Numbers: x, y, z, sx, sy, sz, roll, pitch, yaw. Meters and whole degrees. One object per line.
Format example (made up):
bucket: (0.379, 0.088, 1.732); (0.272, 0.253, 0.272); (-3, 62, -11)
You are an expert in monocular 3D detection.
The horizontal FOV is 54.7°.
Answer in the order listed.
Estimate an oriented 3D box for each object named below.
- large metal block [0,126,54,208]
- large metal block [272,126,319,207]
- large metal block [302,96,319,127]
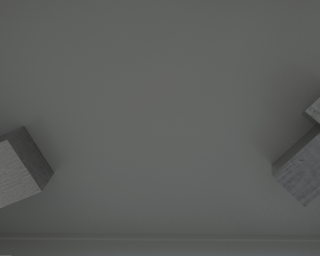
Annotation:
large metal block: (-0.206, 0.055, 0.416); (0.080, 0.050, 0.080); (-23, 109, 8)
large metal block: (0.190, 0.044, 0.392); (0.050, 0.080, 0.080); (46, 106, 12)
large metal block: (0.220, -0.010, 0.365); (0.080, 0.080, 0.050); (46, 106, 15)
